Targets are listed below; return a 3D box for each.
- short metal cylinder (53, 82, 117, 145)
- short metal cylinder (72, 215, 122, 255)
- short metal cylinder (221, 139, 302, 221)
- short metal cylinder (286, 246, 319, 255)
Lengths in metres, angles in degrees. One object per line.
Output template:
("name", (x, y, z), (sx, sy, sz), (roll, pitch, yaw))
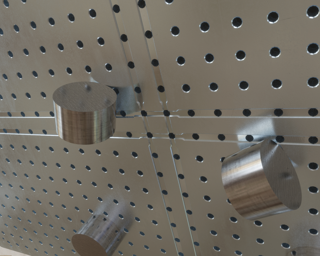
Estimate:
("short metal cylinder", (-0.099, -0.022, 0.415), (0.080, 0.080, 0.050), (19, 126, 17))
("short metal cylinder", (-0.119, 0.213, 0.590), (0.080, 0.050, 0.079), (13, 124, 21))
("short metal cylinder", (0.115, 0.059, 0.351), (0.050, 0.080, 0.080), (-31, 101, 38))
("short metal cylinder", (0.207, 0.206, 0.414), (0.080, 0.050, 0.079), (13, 124, 21))
